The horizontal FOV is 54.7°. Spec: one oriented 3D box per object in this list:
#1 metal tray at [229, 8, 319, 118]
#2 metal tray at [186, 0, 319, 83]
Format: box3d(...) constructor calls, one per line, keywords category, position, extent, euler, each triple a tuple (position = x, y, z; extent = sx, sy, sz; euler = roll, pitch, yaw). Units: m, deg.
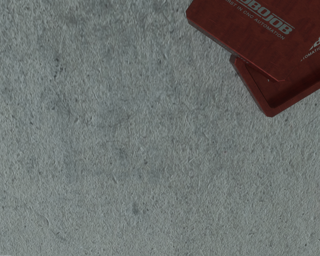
box3d(category="metal tray", position=(0.164, -0.084, 0.377), extent=(0.130, 0.030, 0.090), euler=(-33, 107, 11))
box3d(category="metal tray", position=(0.106, -0.122, 0.339), extent=(0.130, 0.030, 0.090), euler=(37, 100, 4))
